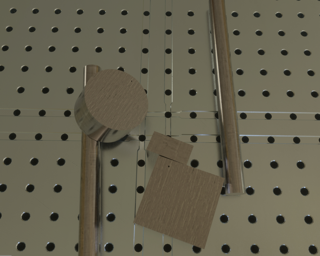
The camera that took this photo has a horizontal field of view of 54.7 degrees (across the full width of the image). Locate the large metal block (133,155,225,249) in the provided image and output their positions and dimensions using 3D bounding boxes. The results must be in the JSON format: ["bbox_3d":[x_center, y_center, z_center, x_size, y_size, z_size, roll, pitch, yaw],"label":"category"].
[{"bbox_3d":[0.022,0.088,0.367,0.080,0.050,0.080,19,71,6],"label":"large metal block"}]

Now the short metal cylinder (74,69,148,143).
[{"bbox_3d":[-0.062,-0.027,0.391,0.081,0.050,0.080,11,66,-26],"label":"short metal cylinder"}]

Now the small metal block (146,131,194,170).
[{"bbox_3d":[0.012,0.032,0.387,0.050,0.050,0.025,21,71,7],"label":"small metal block"}]

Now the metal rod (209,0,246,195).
[{"bbox_3d":[0.091,-0.059,0.434,0.025,0.025,0.299,-1,70,-1],"label":"metal rod"}]

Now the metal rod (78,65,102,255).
[{"bbox_3d":[-0.087,0.056,0.389,0.025,0.025,0.299,-3,70,-2],"label":"metal rod"}]
